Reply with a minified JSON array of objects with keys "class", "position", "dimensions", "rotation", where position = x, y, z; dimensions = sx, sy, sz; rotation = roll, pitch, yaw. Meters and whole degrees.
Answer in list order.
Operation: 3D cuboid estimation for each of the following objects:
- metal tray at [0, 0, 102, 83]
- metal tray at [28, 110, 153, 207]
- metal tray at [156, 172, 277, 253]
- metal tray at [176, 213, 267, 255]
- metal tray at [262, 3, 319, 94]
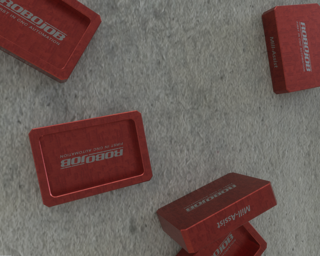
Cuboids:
[{"class":"metal tray","position":[-0.146,-0.122,0.352],"dimensions":[0.131,0.030,0.090],"rotation":[30,80,-18]},{"class":"metal tray","position":[-0.081,0.033,0.376],"dimensions":[0.131,0.030,0.089],"rotation":[-12,94,-20]},{"class":"metal tray","position":[0.071,0.103,0.402],"dimensions":[0.131,0.090,0.030],"rotation":[-22,98,-19]},{"class":"metal tray","position":[0.081,0.182,0.434],"dimensions":[0.130,0.030,0.090],"rotation":[-45,108,-15]},{"class":"metal tray","position":[0.216,-0.124,0.488],"dimensions":[0.091,0.030,0.129],"rotation":[-12,94,-20]}]
